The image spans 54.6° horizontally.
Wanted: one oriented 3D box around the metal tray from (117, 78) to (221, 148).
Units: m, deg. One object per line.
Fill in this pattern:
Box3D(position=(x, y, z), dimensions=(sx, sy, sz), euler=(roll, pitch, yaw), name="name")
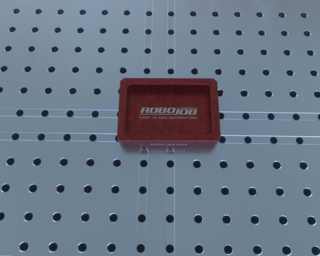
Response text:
Box3D(position=(0.012, -0.021, 0.416), dimensions=(0.131, 0.030, 0.090), euler=(0, 70, 0), name="metal tray")
